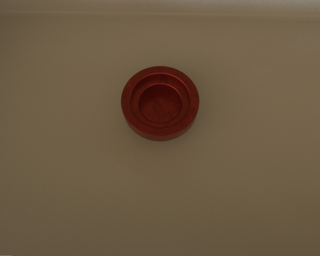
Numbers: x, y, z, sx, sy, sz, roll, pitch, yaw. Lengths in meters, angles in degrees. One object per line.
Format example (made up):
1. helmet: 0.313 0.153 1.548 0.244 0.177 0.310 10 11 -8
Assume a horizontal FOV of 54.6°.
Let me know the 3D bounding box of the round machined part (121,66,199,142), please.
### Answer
1. round machined part: 0.000 -0.028 0.408 0.099 0.042 0.098 0 70 0
